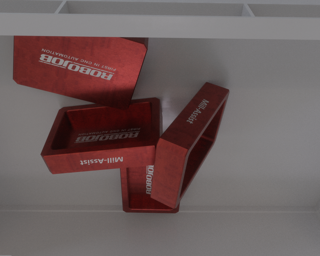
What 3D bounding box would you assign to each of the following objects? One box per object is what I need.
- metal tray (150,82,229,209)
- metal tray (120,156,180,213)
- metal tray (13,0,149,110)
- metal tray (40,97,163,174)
[{"bbox_3d":[0.036,0.016,0.354,0.030,0.131,0.089,23,132,18],"label":"metal tray"},{"bbox_3d":[-0.012,0.080,0.473,0.091,0.030,0.129,1,130,-2],"label":"metal tray"},{"bbox_3d":[-0.087,-0.076,0.340,0.131,0.030,0.089,14,129,-12],"label":"metal tray"},{"bbox_3d":[-0.063,0.007,0.371,0.131,0.090,0.030,-6,130,4],"label":"metal tray"}]
